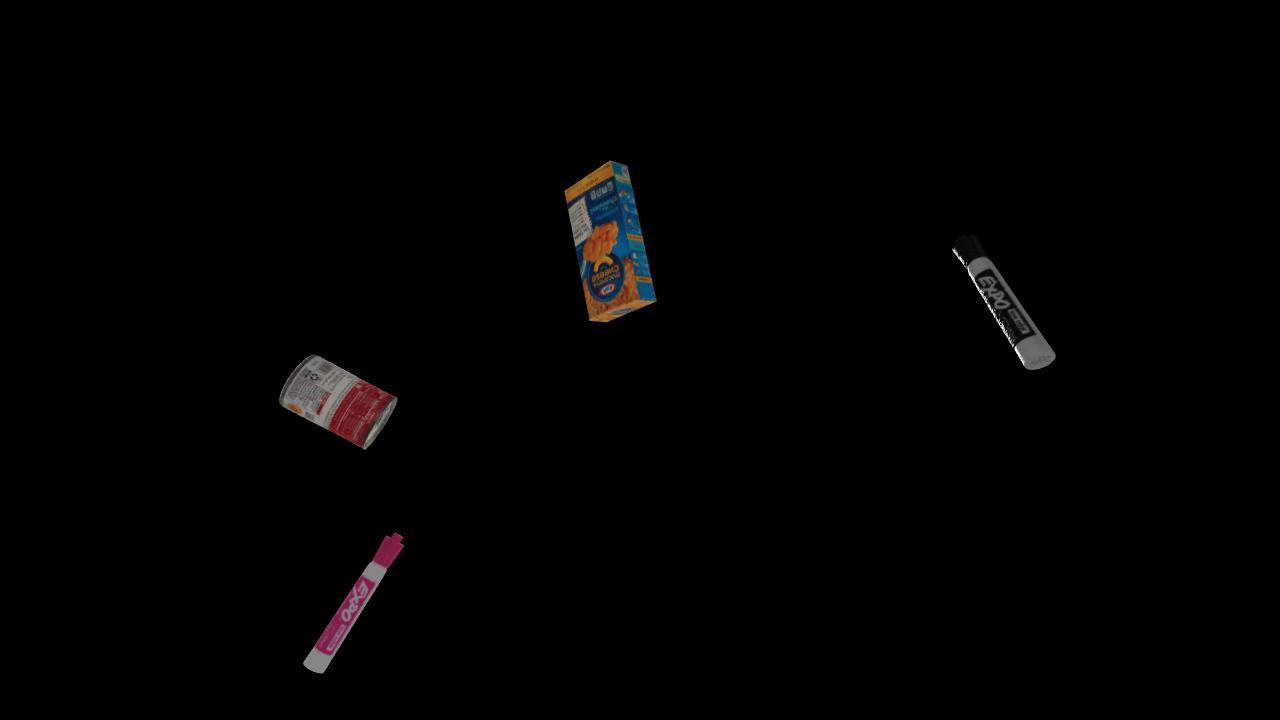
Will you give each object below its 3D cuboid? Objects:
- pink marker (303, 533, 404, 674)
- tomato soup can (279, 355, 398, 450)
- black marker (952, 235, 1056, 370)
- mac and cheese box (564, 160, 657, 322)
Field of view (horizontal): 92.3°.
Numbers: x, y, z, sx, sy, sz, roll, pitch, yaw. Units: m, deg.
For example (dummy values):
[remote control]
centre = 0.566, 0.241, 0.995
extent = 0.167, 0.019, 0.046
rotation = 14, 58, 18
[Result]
[pink marker]
centre = -0.244, 0.207, 0.532
extent = 0.020, 0.121, 0.020
rotation = 25, -21, 10
[tomato soup can]
centre = -0.335, 0.047, 0.686
extent = 0.101, 0.068, 0.068
rotation = 30, -5, -9
[black marker]
centre = 0.253, -0.046, 0.434
extent = 0.020, 0.121, 0.020
rotation = -4, -39, -3
[mac and cheese box]
centre = -0.041, -0.150, 0.796
extent = 0.093, 0.184, 0.041
rotation = -19, -11, 38
